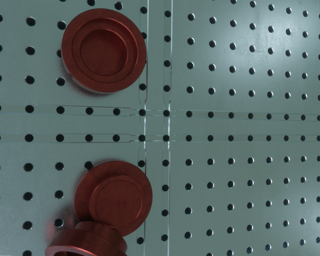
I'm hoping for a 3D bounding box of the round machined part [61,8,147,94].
[{"bbox_3d":[-0.069,-0.090,0.378,0.099,0.042,0.097,0,90,-21],"label":"round machined part"}]

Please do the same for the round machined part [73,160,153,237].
[{"bbox_3d":[-0.055,0.089,0.384,0.099,0.042,0.097,0,90,-20],"label":"round machined part"}]

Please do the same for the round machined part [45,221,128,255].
[{"bbox_3d":[-0.077,0.145,0.357,0.098,0.098,0.042,43,40,-16],"label":"round machined part"}]
